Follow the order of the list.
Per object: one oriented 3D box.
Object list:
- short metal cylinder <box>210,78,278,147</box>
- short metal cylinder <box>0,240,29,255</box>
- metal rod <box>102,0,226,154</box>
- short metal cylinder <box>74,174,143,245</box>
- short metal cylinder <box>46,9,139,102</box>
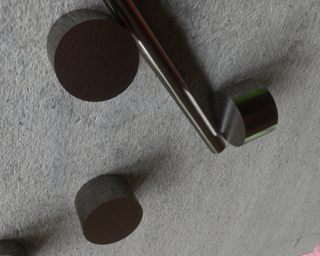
[{"bbox_3d":[0.111,-0.021,0.419,0.050,0.080,0.080,-23,127,-15],"label":"short metal cylinder"},{"bbox_3d":[-0.208,0.191,0.395,0.081,0.050,0.079,-14,124,-21],"label":"short metal cylinder"},{"bbox_3d":[0.014,-0.060,0.377,0.025,0.025,0.300,-41,130,-1],"label":"metal rod"},{"bbox_3d":[-0.070,0.110,0.420,0.081,0.050,0.079,-14,124,-21],"label":"short metal cylinder"},{"bbox_3d":[-0.067,-0.073,0.309,0.081,0.050,0.079,-14,124,-21],"label":"short metal cylinder"}]
